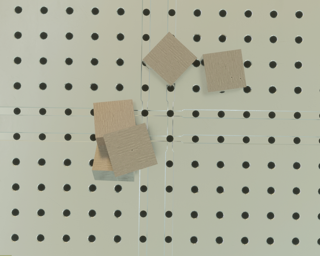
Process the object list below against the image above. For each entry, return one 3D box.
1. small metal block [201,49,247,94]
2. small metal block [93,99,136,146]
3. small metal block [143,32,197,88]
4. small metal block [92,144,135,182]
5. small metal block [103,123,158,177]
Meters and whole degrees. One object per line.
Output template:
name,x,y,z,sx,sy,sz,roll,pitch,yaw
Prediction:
small metal block,0.084,-0.074,0.414,0.050,0.025,0.050,-8,90,0
small metal block,-0.058,-0.007,0.400,0.050,0.025,0.050,-6,63,-7
small metal block,0.013,-0.090,0.413,0.050,0.025,0.050,43,90,0
small metal block,-0.057,0.040,0.400,0.050,0.025,0.050,2,51,0
small metal block,-0.035,0.026,0.366,0.050,0.025,0.050,-17,85,-8
